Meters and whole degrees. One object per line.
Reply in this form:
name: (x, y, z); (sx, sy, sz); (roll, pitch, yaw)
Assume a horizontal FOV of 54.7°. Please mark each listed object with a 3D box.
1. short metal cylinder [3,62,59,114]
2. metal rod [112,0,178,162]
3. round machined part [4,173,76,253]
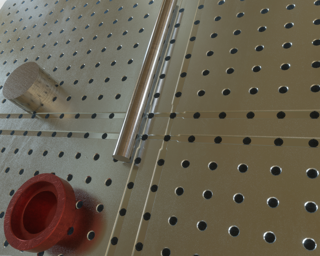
short metal cylinder: (-0.233, -0.072, 0.559); (0.080, 0.050, 0.080); (-13, 56, 21)
metal rod: (-0.017, -0.091, 0.472); (0.025, 0.025, 0.300); (0, 62, 28)
round machined part: (-0.151, 0.113, 0.408); (0.098, 0.042, 0.098); (-13, 56, 21)
